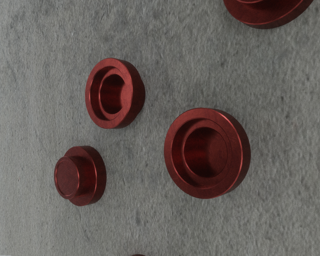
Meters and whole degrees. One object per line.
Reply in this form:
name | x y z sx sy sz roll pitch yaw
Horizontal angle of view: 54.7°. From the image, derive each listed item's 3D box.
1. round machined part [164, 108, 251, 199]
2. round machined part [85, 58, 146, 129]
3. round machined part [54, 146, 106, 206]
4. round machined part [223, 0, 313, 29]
round machined part | 0.055 0.027 0.347 0.098 0.042 0.097 0 90 39
round machined part | -0.059 -0.047 0.441 0.098 0.042 0.097 0 90 39
round machined part | -0.135 0.078 0.502 0.098 0.042 0.097 0 90 39
round machined part | 0.104 -0.152 0.307 0.098 0.042 0.097 0 90 39
